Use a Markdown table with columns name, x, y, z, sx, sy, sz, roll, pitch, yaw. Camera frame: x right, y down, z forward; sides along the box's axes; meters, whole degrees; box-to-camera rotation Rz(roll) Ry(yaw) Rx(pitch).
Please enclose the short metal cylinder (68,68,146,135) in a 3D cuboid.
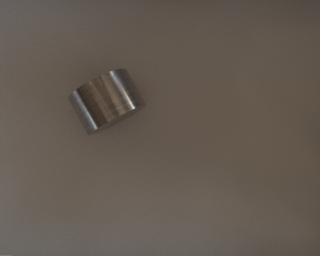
| name | x | y | z | sx | sy | sz | roll | pitch | yaw |
| --- | --- | --- | --- | --- | --- | --- | --- | --- | --- |
| short metal cylinder | -0.064 | -0.031 | 0.384 | 0.080 | 0.080 | 0.050 | -29 | 90 | 0 |
